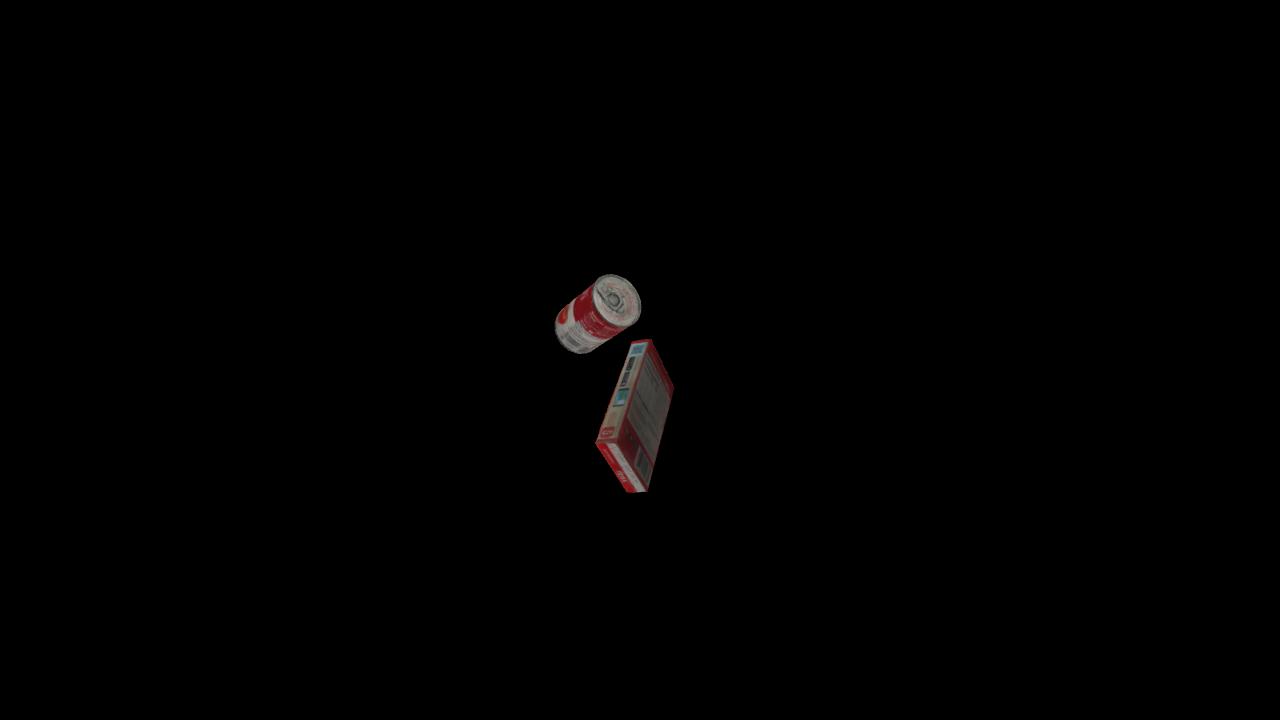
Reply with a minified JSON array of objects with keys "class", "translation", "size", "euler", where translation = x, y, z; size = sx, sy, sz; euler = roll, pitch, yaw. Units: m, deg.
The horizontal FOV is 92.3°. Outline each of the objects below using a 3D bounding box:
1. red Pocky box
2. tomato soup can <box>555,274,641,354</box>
[{"class":"red Pocky box","translation":[-0.001,0.057,0.662],"size":[0.028,0.083,0.155],"euler":[-9,38,25]},{"class":"tomato soup can","translation":[-0.053,-0.053,0.754],"size":[0.068,0.068,0.101],"euler":[0,-19,-36]}]
